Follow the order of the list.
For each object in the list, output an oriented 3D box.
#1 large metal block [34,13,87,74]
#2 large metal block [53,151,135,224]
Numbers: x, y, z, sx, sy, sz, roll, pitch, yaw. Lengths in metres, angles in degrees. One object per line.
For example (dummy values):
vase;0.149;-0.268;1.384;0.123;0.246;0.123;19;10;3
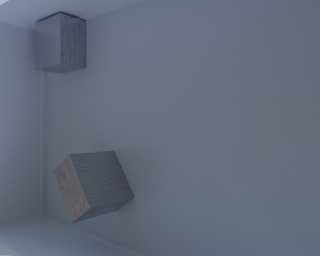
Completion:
large metal block;-0.172;-0.141;0.533;0.080;0.050;0.080;-1;90;40
large metal block;-0.096;0.082;0.450;0.050;0.081;0.080;-42;65;32
